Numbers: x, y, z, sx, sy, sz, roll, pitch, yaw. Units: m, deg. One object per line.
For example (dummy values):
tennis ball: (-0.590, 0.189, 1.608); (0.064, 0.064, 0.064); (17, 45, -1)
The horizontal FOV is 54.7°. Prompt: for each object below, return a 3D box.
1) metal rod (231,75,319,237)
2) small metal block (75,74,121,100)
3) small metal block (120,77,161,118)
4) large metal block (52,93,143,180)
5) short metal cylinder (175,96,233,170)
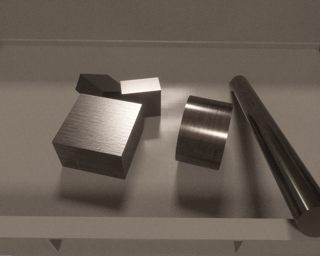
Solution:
metal rod: (0.109, -0.004, 0.330); (0.025, 0.025, 0.301); (4, 25, 3)
small metal block: (-0.080, -0.052, 0.433); (0.050, 0.025, 0.050); (38, 27, 27)
small metal block: (-0.026, -0.039, 0.422); (0.050, 0.050, 0.025); (-7, 51, -6)
large metal block: (-0.071, 0.009, 0.380); (0.080, 0.050, 0.080); (11, 51, 8)
short metal cylinder: (0.052, 0.005, 0.366); (0.050, 0.080, 0.080); (12, 51, 10)
